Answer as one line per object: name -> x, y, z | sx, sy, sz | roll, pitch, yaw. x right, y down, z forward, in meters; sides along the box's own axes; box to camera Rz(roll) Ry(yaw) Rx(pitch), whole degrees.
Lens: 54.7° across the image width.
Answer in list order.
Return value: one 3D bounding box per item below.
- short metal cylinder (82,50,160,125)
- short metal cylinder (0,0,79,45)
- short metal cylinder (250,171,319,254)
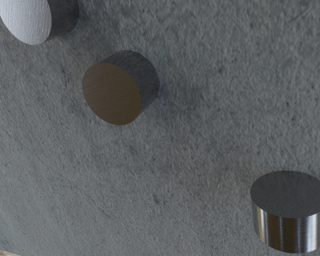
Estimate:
short metal cylinder -> -0.048, -0.050, 0.383 | 0.080, 0.050, 0.079 | 13, 124, 20
short metal cylinder -> -0.147, -0.147, 0.375 | 0.080, 0.050, 0.079 | 13, 124, 20
short metal cylinder -> 0.146, 0.092, 0.351 | 0.080, 0.080, 0.050 | 1, 119, 27
